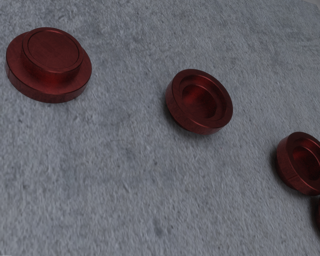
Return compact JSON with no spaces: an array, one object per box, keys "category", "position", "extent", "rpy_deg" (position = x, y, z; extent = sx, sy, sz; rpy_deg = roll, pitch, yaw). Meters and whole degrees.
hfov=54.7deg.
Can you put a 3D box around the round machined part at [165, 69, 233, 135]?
[{"category":"round machined part","position":[0.052,-0.033,0.443],"extent":[0.099,0.042,0.098],"rpy_deg":[14,56,-21]}]

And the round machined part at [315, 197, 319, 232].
[{"category":"round machined part","position":[0.272,0.137,0.459],"extent":[0.099,0.042,0.098],"rpy_deg":[14,56,-21]}]

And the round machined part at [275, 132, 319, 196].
[{"category":"round machined part","position":[0.219,0.058,0.478],"extent":[0.099,0.042,0.098],"rpy_deg":[14,56,-21]}]

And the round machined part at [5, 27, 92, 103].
[{"category":"round machined part","position":[-0.131,-0.082,0.373],"extent":[0.099,0.042,0.098],"rpy_deg":[14,56,-21]}]
